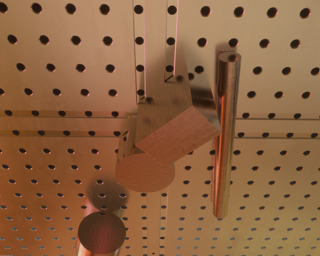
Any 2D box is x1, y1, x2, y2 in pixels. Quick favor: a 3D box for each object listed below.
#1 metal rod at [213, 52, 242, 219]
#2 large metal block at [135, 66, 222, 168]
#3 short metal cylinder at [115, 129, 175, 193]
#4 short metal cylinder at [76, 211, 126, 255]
[{"bbox_3d":[0.091,0.034,0.441,0.025,0.025,0.298,-4,130,3],"label":"metal rod"},{"bbox_3d":[0.019,-0.014,0.364,0.080,0.080,0.050,-35,122,25],"label":"large metal block"},{"bbox_3d":[-0.020,0.046,0.434,0.081,0.050,0.079,0,130,0],"label":"short metal cylinder"},{"bbox_3d":[-0.104,0.194,0.539,0.081,0.080,0.050,11,129,-10],"label":"short metal cylinder"}]
